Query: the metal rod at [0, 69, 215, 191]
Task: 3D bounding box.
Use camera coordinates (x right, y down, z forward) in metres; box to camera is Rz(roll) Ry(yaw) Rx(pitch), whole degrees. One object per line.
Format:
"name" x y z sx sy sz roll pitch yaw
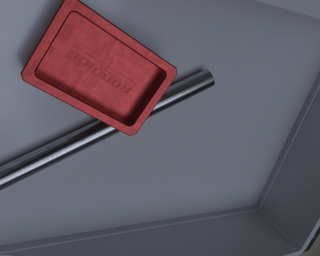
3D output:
"metal rod" -0.067 0.001 0.373 0.302 0.025 0.025 -27 128 -12

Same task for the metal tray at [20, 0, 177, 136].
"metal tray" -0.059 -0.059 0.320 0.131 0.030 0.090 30 101 -26
